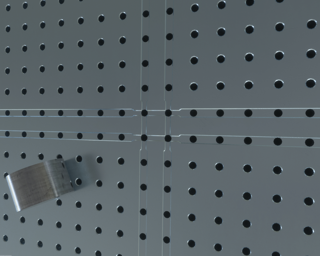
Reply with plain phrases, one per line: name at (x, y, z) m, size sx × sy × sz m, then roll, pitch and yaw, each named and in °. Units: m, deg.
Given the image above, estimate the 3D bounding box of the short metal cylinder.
short metal cylinder at (-0.170, 0.081, 0.441) m, size 0.080 × 0.080 × 0.050 m, roll -23°, pitch 83°, yaw 18°
